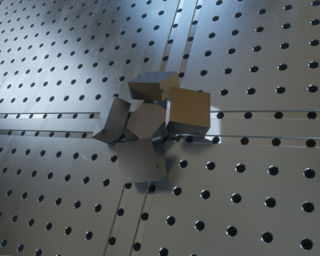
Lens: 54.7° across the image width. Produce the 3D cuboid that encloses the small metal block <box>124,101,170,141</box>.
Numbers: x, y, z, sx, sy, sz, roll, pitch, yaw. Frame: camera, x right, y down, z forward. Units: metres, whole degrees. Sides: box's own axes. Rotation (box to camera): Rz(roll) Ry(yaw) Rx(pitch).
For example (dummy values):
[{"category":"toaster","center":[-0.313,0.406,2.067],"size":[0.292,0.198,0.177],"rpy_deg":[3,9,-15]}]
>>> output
[{"category":"small metal block","center":[-0.013,-0.006,0.416],"size":[0.050,0.025,0.050],"rpy_deg":[-49,52,-7]}]

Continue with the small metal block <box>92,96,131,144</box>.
[{"category":"small metal block","center":[-0.068,-0.010,0.434],"size":[0.050,0.025,0.050],"rpy_deg":[-28,42,56]}]

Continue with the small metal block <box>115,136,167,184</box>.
[{"category":"small metal block","center":[-0.023,0.039,0.379],"size":[0.050,0.025,0.050],"rpy_deg":[-9,94,23]}]

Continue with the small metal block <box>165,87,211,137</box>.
[{"category":"small metal block","center":[0.035,-0.020,0.386],"size":[0.050,0.025,0.050],"rpy_deg":[9,60,-7]}]

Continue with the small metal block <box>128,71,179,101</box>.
[{"category":"small metal block","center":[-0.008,-0.059,0.431],"size":[0.050,0.025,0.050],"rpy_deg":[6,29,31]}]
